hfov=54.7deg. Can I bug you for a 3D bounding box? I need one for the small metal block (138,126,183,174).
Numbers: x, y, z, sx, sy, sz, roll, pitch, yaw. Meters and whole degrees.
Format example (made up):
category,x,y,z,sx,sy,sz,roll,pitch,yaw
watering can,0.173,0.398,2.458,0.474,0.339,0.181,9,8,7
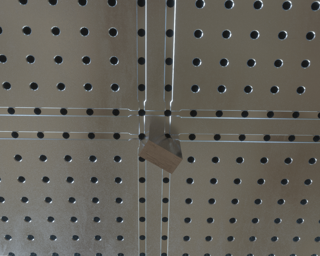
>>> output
category,x,y,z,sx,sy,sz,roll,pitch,yaw
small metal block,0.000,0.028,0.411,0.050,0.050,0.025,30,107,-11
